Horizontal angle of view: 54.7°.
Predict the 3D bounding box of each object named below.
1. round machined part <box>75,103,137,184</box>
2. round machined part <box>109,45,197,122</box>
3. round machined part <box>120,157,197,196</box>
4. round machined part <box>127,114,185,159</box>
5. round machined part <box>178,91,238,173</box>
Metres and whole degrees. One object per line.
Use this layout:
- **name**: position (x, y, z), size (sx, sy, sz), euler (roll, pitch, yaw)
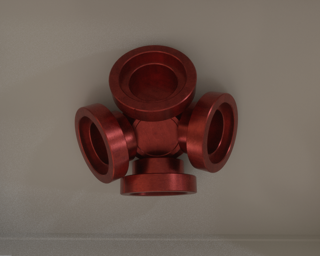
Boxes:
- **round machined part**: position (-0.065, 0.016, 0.386), size (0.042, 0.098, 0.097), euler (-21, 114, -33)
- **round machined part**: position (-0.007, -0.047, 0.363), size (0.099, 0.098, 0.042), euler (-3, 148, 1)
- **round machined part**: position (-0.002, 0.065, 0.404), size (0.099, 0.098, 0.042), euler (-1, 74, 0)
- **round machined part**: position (-0.004, 0.002, 0.401), size (0.099, 0.042, 0.097), euler (0, 110, -1)
- **round machined part**: position (0.057, 0.003, 0.383), size (0.042, 0.099, 0.097), euler (12, 115, 34)
